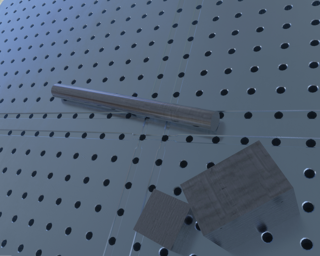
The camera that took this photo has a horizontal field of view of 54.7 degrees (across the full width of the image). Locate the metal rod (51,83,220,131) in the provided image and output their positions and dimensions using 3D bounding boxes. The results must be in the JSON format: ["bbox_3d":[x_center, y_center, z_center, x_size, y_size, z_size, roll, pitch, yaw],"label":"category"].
[{"bbox_3d":[-0.056,-0.037,0.458,0.300,0.025,0.025,13,68,33],"label":"metal rod"}]

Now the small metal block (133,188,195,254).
[{"bbox_3d":[0.007,0.102,0.341,0.050,0.025,0.050,17,70,34],"label":"small metal block"}]

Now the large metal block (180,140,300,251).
[{"bbox_3d":[0.077,0.067,0.291,0.080,0.080,0.050,-31,52,8],"label":"large metal block"}]
